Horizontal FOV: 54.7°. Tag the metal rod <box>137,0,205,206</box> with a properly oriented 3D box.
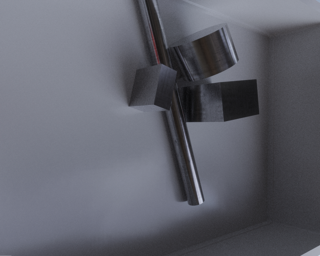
[{"bbox_3d":[0.017,-0.034,0.422,0.025,0.025,0.298,-24,105,-38],"label":"metal rod"}]

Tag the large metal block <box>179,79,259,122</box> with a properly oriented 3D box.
[{"bbox_3d":[0.082,-0.038,0.442,0.081,0.080,0.050,-11,97,-40],"label":"large metal block"}]

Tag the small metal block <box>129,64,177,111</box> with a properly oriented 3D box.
[{"bbox_3d":[-0.009,-0.048,0.384,0.025,0.050,0.050,18,79,-39],"label":"small metal block"}]

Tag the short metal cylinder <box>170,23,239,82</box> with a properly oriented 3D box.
[{"bbox_3d":[0.061,-0.104,0.424,0.080,0.080,0.050,-38,114,-34],"label":"short metal cylinder"}]
